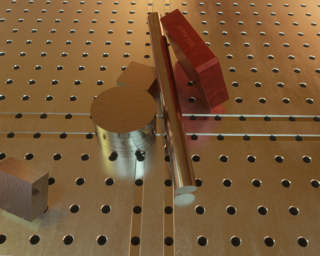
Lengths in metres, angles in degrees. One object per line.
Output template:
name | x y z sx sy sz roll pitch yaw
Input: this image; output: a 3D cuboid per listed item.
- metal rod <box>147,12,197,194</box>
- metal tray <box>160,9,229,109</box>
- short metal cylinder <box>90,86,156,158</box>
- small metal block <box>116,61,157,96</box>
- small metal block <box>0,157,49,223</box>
metal rod | 0.010 -0.055 0.429 0.025 0.025 0.299 -5 58 -5
metal tray | 0.049 -0.100 0.446 0.030 0.090 0.130 -29 53 4
short metal cylinder | -0.045 -0.009 0.398 0.081 0.050 0.080 0 50 0
small metal block | -0.031 -0.070 0.466 0.050 0.025 0.050 19 52 14
small metal block | -0.149 0.065 0.331 0.050 0.050 0.025 18 25 14
